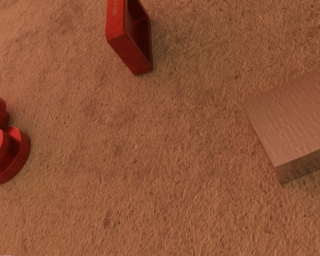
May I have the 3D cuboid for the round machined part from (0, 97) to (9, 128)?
[{"bbox_3d":[-0.318,-0.014,0.564,0.098,0.042,0.098,-13,55,20],"label":"round machined part"}]

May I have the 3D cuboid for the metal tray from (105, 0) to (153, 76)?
[{"bbox_3d":[-0.046,-0.157,0.480,0.030,0.090,0.130,-16,55,19],"label":"metal tray"}]

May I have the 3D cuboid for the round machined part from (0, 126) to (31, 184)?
[{"bbox_3d":[-0.265,0.040,0.505,0.098,0.042,0.098,-13,56,20],"label":"round machined part"}]

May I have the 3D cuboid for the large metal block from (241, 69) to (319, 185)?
[{"bbox_3d":[0.140,0.000,0.314,0.080,0.050,0.080,-25,53,12],"label":"large metal block"}]
